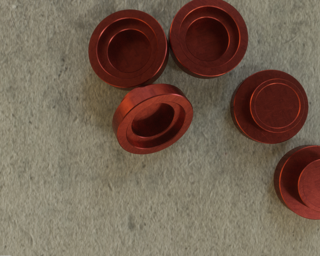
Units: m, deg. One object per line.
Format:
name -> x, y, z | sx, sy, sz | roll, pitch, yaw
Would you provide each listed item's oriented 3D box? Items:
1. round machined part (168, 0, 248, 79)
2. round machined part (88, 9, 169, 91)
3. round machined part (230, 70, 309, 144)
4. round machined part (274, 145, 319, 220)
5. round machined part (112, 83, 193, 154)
round machined part -> 0.059, -0.111, 0.399 | 0.099, 0.042, 0.097 | 0, 90, -7
round machined part -> -0.037, -0.095, 0.395 | 0.098, 0.042, 0.097 | -1, 86, 9
round machined part -> 0.145, -0.028, 0.403 | 0.099, 0.042, 0.097 | 0, 90, -1
round machined part -> 0.205, 0.072, 0.404 | 0.099, 0.042, 0.097 | 0, 90, -1
round machined part -> -0.012, -0.016, 0.383 | 0.098, 0.098, 0.042 | -30, 51, 0
